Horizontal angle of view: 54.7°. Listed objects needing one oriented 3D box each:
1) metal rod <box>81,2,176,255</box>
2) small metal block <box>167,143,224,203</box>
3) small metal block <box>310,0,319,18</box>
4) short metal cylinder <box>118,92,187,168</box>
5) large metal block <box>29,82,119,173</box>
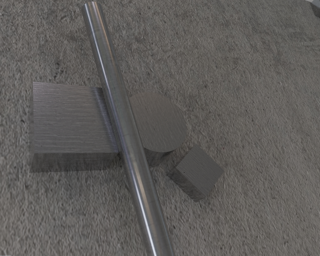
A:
[{"bbox_3d":[-0.038,-0.006,0.324,0.025,0.025,0.299,-7,69,-31],"label":"metal rod"},{"bbox_3d":[0.046,0.057,0.394,0.050,0.025,0.050,44,51,2],"label":"small metal block"},{"bbox_3d":[0.441,-0.321,0.836,0.050,0.025,0.050,13,56,-21],"label":"small metal block"},{"bbox_3d":[-0.015,0.003,0.378,0.081,0.050,0.080,14,56,-21],"label":"short metal cylinder"},{"bbox_3d":[-0.096,0.001,0.336,0.081,0.050,0.080,2,61,-27],"label":"large metal block"}]
